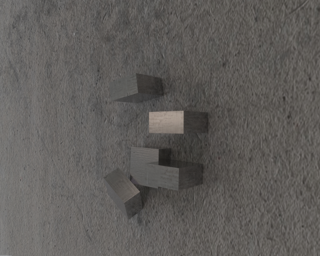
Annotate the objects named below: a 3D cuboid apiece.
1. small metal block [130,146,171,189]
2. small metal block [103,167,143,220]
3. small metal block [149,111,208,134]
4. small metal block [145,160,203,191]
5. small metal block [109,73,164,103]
[{"bbox_3d":[-0.013,0.051,0.416,0.050,0.025,0.050,2,91,40],"label":"small metal block"},{"bbox_3d":[-0.051,0.091,0.431,0.050,0.025,0.050,42,152,32],"label":"small metal block"},{"bbox_3d":[0.022,-0.007,0.370,0.050,0.050,0.025,0,90,40],"label":"small metal block"},{"bbox_3d":[0.017,0.055,0.375,0.050,0.050,0.025,3,92,40],"label":"small metal block"},{"bbox_3d":[-0.031,-0.052,0.414,0.050,0.050,0.025,-11,83,39],"label":"small metal block"}]
